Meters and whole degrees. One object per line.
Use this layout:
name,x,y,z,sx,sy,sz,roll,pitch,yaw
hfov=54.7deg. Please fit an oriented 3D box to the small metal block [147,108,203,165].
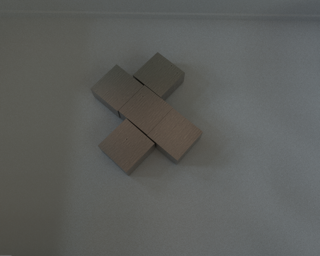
small metal block,0.019,0.011,0.403,0.050,0.025,0.050,40,75,13

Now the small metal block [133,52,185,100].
small metal block,-0.001,-0.069,0.432,0.050,0.025,0.050,40,74,13

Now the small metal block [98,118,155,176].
small metal block,-0.042,0.025,0.398,0.050,0.025,0.050,41,76,13

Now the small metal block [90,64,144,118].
small metal block,-0.057,-0.051,0.425,0.050,0.025,0.050,40,75,13

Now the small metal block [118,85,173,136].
small metal block,-0.018,-0.020,0.414,0.050,0.025,0.050,40,75,13
